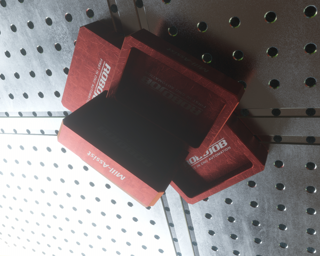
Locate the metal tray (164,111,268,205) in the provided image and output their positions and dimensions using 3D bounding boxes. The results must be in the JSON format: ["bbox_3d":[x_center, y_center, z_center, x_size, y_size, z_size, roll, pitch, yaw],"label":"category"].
[{"bbox_3d":[0.057,0.038,0.398,0.090,0.030,0.129,47,129,-6],"label":"metal tray"}]

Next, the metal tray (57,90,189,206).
[{"bbox_3d":[-0.038,0.018,0.359,0.130,0.090,0.030,35,129,4],"label":"metal tray"}]

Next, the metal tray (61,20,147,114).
[{"bbox_3d":[-0.073,-0.060,0.407,0.090,0.030,0.129,33,129,5],"label":"metal tray"}]

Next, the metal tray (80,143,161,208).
[{"bbox_3d":[-0.056,0.058,0.447,0.130,0.030,0.090,36,154,3],"label":"metal tray"}]

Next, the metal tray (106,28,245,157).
[{"bbox_3d":[0.012,-0.037,0.338,0.130,0.030,0.089,31,128,7],"label":"metal tray"}]
